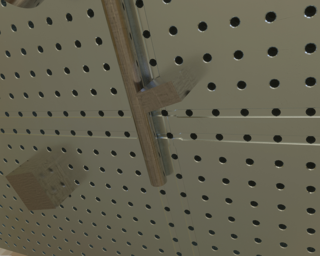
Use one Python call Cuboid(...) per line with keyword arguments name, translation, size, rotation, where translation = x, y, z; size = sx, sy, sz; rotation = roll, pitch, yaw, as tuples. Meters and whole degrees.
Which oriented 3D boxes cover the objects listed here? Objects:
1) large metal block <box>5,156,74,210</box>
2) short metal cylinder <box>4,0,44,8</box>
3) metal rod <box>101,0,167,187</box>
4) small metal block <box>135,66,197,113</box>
Cuboid(name="large metal block", translation=(-0.222, 0.103, 0.573), size=(0.080, 0.050, 0.080), rotation=(-13, 112, 33))
Cuboid(name="short metal cylinder", translation=(-0.151, -0.182, 0.341), size=(0.050, 0.080, 0.080), rotation=(-22, 107, 36))
Cuboid(name="metal rod", translation=(-0.032, -0.051, 0.394), size=(0.025, 0.025, 0.298), rotation=(1, 119, 27))
Cuboid(name="small metal block", translation=(0.008, -0.045, 0.362), size=(0.050, 0.050, 0.025), rotation=(-16, 110, 34))
